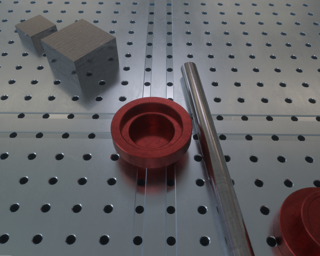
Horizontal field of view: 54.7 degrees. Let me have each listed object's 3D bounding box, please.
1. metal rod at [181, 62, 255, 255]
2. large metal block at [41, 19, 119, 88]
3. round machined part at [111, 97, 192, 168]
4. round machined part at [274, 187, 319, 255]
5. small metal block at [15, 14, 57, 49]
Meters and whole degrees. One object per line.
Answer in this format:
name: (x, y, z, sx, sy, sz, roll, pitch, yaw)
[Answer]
metal rod: (0.063, 0.020, 0.390, 0.025, 0.025, 0.300, -5, 50, -5)
large metal block: (-0.125, -0.121, 0.492, 0.080, 0.050, 0.080, 34, 58, 25)
round machined part: (-0.010, 0.009, 0.388, 0.099, 0.042, 0.098, 0, 50, 0)
round machined part: (0.171, 0.102, 0.312, 0.099, 0.042, 0.098, 0, 50, 0)
small metal block: (-0.218, -0.172, 0.550, 0.050, 0.025, 0.050, 36, 58, 26)
